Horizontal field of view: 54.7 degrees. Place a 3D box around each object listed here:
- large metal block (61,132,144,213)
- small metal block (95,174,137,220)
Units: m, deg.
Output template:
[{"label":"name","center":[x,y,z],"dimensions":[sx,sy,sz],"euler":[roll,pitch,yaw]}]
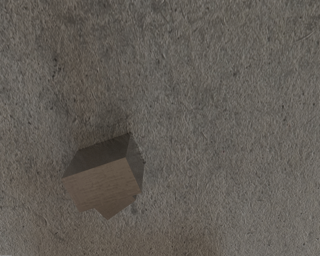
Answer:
[{"label":"large metal block","center":[-0.068,0.054,0.399],"dimensions":[0.080,0.080,0.050],"euler":[-19,109,6]},{"label":"small metal block","center":[-0.059,0.091,0.429],"dimensions":[0.050,0.050,0.025],"euler":[-37,106,12]}]
